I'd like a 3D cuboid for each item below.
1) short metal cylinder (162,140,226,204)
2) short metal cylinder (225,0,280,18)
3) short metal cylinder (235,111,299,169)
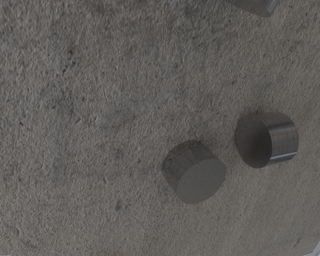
[{"bbox_3d":[0.050,0.065,0.458,0.081,0.050,0.079,-14,124,-21],"label":"short metal cylinder"},{"bbox_3d":[0.093,-0.158,0.324,0.081,0.080,0.050,16,110,-35],"label":"short metal cylinder"},{"bbox_3d":[0.159,0.017,0.469,0.050,0.080,0.079,-9,122,-24],"label":"short metal cylinder"}]
